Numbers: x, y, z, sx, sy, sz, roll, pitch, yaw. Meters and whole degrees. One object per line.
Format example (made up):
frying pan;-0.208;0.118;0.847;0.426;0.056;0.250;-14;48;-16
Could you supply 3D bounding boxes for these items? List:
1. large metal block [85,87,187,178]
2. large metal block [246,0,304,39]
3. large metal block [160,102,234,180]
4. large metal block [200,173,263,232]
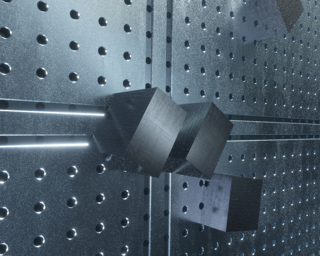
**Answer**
large metal block;-0.028;0.004;0.349;0.050;0.080;0.080;38;67;-33
large metal block;0.213;-0.224;0.569;0.080;0.050;0.080;-51;120;-27
large metal block;0.036;0.015;0.403;0.050;0.080;0.080;42;65;-32
large metal block;0.113;0.115;0.486;0.081;0.050;0.080;13;82;-39
